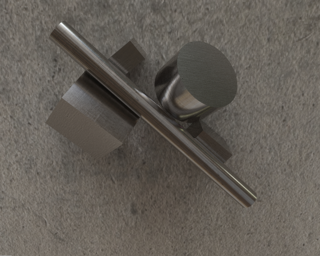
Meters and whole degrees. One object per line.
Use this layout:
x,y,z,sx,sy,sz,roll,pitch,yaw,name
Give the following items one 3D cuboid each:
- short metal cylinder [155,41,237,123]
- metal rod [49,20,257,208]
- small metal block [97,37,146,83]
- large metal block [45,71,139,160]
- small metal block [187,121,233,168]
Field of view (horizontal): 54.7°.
0.041,-0.052,0.357,0.080,0.080,0.050,37,147,-13,short metal cylinder
0.003,-0.005,0.356,0.300,0.025,0.025,41,105,-14,metal rod
-0.044,-0.080,0.368,0.050,0.050,0.025,-37,106,12,small metal block
-0.080,-0.013,0.373,0.080,0.050,0.080,39,146,-14,large metal block
0.062,0.018,0.402,0.050,0.050,0.025,39,105,-14,small metal block
